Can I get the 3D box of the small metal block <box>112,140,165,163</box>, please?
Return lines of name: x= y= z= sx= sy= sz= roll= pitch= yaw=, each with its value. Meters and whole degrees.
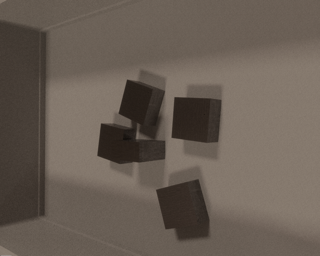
small metal block: x=-0.028 y=0.029 z=0.412 sx=0.050 sy=0.050 sz=0.025 roll=1 pitch=91 yaw=39

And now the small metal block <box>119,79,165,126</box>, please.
small metal block: x=-0.026 y=-0.035 z=0.426 sx=0.050 sy=0.025 sz=0.050 roll=25 pitch=106 yaw=36

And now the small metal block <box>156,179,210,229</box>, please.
small metal block: x=0.027 y=0.094 z=0.383 sx=0.050 sy=0.025 sz=0.050 roll=-23 pitch=76 yaw=37

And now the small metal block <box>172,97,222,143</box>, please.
small metal block: x=0.043 y=-0.010 z=0.370 sx=0.050 sy=0.025 sz=0.050 roll=7 pitch=94 yaw=39

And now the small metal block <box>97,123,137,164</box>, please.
small metal block: x=-0.064 y=0.022 z=0.457 sx=0.050 sy=0.025 sz=0.050 roll=13 pitch=98 yaw=39
